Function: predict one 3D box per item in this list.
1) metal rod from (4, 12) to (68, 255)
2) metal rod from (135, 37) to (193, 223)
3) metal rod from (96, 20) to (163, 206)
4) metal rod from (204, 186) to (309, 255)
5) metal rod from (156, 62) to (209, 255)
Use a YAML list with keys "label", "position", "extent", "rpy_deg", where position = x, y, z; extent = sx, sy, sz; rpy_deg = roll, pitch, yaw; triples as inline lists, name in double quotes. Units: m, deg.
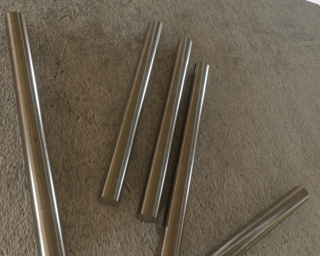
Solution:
- label: "metal rod"
  position: [-0.137, -0.005, 0.332]
  extent: [0.025, 0.025, 0.299]
  rpy_deg: [-5, 64, -30]
- label: "metal rod"
  position: [0.013, -0.021, 0.423]
  extent: [0.025, 0.025, 0.300]
  rpy_deg: [24, 53, -14]
- label: "metal rod"
  position: [-0.031, -0.043, 0.412]
  extent: [0.025, 0.025, 0.300]
  rpy_deg: [22, 53, -15]
- label: "metal rod"
  position: [0.092, 0.139, 0.368]
  extent: [0.302, 0.025, 0.025]
  rpy_deg: [-20, 73, -36]
- label: "metal rod"
  position: [0.037, 0.021, 0.410]
  extent: [0.025, 0.025, 0.300]
  rpy_deg: [24, 53, -14]
